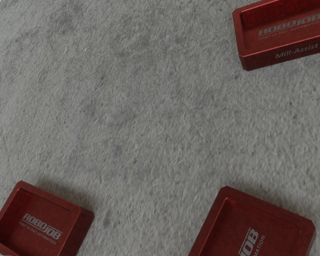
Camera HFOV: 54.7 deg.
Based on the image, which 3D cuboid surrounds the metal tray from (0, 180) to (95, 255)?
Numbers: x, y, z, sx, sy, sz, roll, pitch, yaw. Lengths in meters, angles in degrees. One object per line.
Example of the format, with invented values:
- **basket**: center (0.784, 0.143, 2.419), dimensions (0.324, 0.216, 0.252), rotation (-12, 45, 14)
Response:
- **metal tray**: center (-0.158, 0.129, 0.401), dimensions (0.130, 0.030, 0.090), rotation (12, 67, 32)

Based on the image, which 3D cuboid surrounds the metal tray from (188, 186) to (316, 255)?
- **metal tray**: center (0.073, 0.129, 0.282), dimensions (0.090, 0.030, 0.130), rotation (19, 71, 35)

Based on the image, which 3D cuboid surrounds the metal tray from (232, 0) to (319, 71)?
- **metal tray**: center (0.164, -0.131, 0.394), dimensions (0.130, 0.030, 0.090), rotation (-12, 57, 21)
